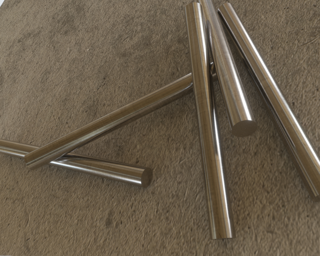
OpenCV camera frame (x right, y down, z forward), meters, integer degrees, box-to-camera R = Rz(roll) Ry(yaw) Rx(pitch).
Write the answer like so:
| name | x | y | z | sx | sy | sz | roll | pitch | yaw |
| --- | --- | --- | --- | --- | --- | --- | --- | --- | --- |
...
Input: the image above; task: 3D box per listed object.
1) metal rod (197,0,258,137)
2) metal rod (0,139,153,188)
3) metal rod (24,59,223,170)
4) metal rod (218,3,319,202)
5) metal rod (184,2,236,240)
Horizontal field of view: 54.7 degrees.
| name | x | y | z | sx | sy | sz | roll | pitch | yaw |
| --- | --- | --- | --- | --- | --- | --- | --- | --- | --- |
| metal rod | 0.076 | -0.109 | 0.402 | 0.025 | 0.025 | 0.300 | -19 | 45 | 17 |
| metal rod | -0.144 | 0.045 | 0.451 | 0.300 | 0.025 | 0.025 | 7 | 65 | 31 |
| metal rod | -0.046 | -0.018 | 0.420 | 0.301 | 0.025 | 0.025 | -26 | 52 | 4 |
| metal rod | 0.125 | -0.056 | 0.372 | 0.025 | 0.025 | 0.299 | -23 | 53 | 14 |
| metal rod | 0.054 | -0.027 | 0.365 | 0.025 | 0.025 | 0.299 | -13 | 64 | 21 |
